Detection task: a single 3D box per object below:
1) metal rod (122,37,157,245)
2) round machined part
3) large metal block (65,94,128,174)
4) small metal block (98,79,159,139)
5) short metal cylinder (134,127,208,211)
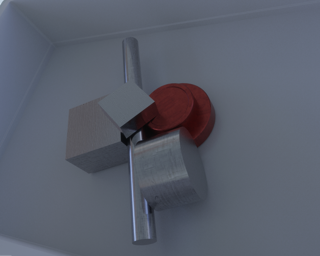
[{"bbox_3d":[-0.031,-0.008,0.396,0.025,0.025,0.299,-19,54,17],"label":"metal rod"},{"bbox_3d":[0.017,-0.018,0.393,0.098,0.042,0.098,-13,56,20],"label":"round machined part"},{"bbox_3d":[-0.076,0.006,0.419,0.080,0.050,0.080,-19,55,17],"label":"large metal block"},{"bbox_3d":[-0.038,-0.024,0.375,0.050,0.025,0.050,-38,57,-12],"label":"small metal block"},{"bbox_3d":[0.013,0.044,0.333,0.050,0.080,0.080,-19,55,17],"label":"short metal cylinder"}]
